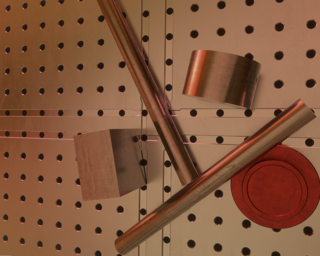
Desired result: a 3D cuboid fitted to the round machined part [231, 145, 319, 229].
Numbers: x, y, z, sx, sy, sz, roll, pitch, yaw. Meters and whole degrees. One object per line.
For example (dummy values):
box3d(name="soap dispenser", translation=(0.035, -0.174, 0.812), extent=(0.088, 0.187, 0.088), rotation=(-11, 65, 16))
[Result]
box3d(name="round machined part", translation=(0.131, 0.068, 0.357), extent=(0.098, 0.042, 0.097), rotation=(0, 90, 19))

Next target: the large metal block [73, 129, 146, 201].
box3d(name="large metal block", translation=(-0.062, 0.044, 0.404), extent=(0.050, 0.080, 0.080), rotation=(-10, 87, 19))

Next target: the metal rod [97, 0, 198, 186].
box3d(name="metal rod", translation=(-0.022, -0.065, 0.419), extent=(0.025, 0.025, 0.299), rotation=(-28, 81, 17))

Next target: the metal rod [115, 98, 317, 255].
box3d(name="metal rod", translation=(0.049, 0.072, 0.373), extent=(0.299, 0.025, 0.025), rotation=(-42, 77, 23))

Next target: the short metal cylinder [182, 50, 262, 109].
box3d(name="short metal cylinder", translation=(0.070, -0.055, 0.358), extent=(0.080, 0.080, 0.050), rotation=(14, 95, 19))
